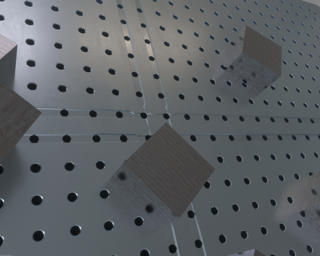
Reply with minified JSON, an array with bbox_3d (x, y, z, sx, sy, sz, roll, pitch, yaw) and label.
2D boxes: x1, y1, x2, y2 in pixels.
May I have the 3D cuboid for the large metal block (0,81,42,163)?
[{"bbox_3d":[-0.162,0.011,0.271,0.050,0.080,0.080,43,49,-22],"label":"large metal block"}]

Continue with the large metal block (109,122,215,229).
[{"bbox_3d":[0.003,0.054,0.360,0.080,0.050,0.080,44,51,2],"label":"large metal block"}]

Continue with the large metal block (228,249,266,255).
[{"bbox_3d":[0.110,0.192,0.334,0.080,0.050,0.080,34,51,-6],"label":"large metal block"}]

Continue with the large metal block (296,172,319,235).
[{"bbox_3d":[0.261,0.117,0.460,0.080,0.050,0.080,42,51,1],"label":"large metal block"}]

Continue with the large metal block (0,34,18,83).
[{"bbox_3d":[-0.211,-0.070,0.322,0.080,0.050,0.080,32,52,-8],"label":"large metal block"}]

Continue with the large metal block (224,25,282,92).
[{"bbox_3d":[0.169,-0.125,0.558,0.080,0.050,0.080,27,53,-12],"label":"large metal block"}]
